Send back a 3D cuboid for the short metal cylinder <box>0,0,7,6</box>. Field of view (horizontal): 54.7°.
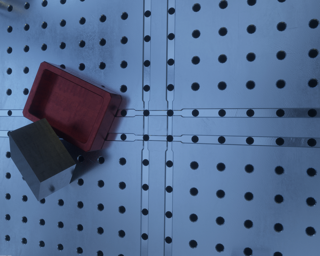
[{"bbox_3d":[-0.288,-0.244,0.501,0.080,0.050,0.080,0,90,20],"label":"short metal cylinder"}]

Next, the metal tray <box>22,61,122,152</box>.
[{"bbox_3d":[-0.132,-0.032,0.456,0.130,0.030,0.090,26,99,18],"label":"metal tray"}]

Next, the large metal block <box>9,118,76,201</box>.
[{"bbox_3d":[-0.167,0.046,0.437,0.080,0.050,0.080,53,145,12],"label":"large metal block"}]
